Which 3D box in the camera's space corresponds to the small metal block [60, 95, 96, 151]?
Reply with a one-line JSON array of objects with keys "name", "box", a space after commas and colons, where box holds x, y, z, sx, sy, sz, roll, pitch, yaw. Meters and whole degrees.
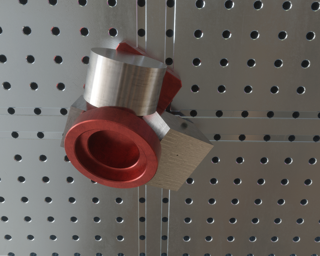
[{"name": "small metal block", "box": [-0.092, -0.006, 0.363, 0.025, 0.050, 0.050, 18, 109, -7]}]

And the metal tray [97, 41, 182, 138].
[{"name": "metal tray", "box": [-0.045, -0.033, 0.398, 0.090, 0.030, 0.129, 33, 106, -12]}]

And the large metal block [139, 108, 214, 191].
[{"name": "large metal block", "box": [0.006, 0.028, 0.391, 0.080, 0.050, 0.080, 21, 112, -41]}]

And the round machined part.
[{"name": "round machined part", "box": [-0.047, 0.017, 0.330, 0.098, 0.042, 0.097, 7, 131, 8]}]

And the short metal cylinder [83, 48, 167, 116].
[{"name": "short metal cylinder", "box": [-0.037, -0.051, 0.332, 0.081, 0.080, 0.050, 13, 110, -5]}]
